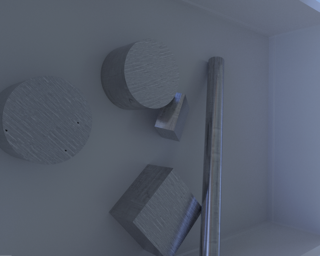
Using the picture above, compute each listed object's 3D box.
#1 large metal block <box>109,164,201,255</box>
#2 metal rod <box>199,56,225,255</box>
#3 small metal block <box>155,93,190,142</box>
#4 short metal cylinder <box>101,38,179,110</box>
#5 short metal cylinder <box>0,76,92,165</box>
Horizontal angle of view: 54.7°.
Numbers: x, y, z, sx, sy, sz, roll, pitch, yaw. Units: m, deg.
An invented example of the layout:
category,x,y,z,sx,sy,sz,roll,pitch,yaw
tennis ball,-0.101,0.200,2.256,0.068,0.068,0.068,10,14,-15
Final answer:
category,x,y,z,sx,sy,sz,roll,pitch,yaw
large metal block,-0.002,0.104,0.391,0.080,0.050,0.080,-50,120,-29
metal rod,0.074,0.033,0.428,0.025,0.025,0.299,24,62,-38
small metal block,0.017,-0.015,0.408,0.050,0.025,0.050,57,48,-68
short metal cylinder,-0.023,-0.062,0.373,0.081,0.050,0.079,0,90,-40
short metal cylinder,-0.113,-0.007,0.296,0.081,0.050,0.079,0,90,-40
